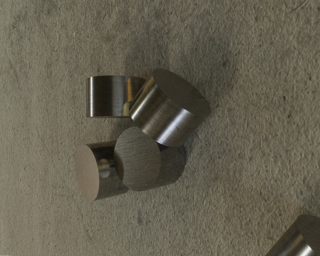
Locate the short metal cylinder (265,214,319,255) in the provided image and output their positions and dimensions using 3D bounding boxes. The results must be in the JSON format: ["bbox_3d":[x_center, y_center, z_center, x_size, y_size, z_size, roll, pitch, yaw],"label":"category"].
[{"bbox_3d":[0.135,0.120,0.257,0.080,0.081,0.050,43,116,31],"label":"short metal cylinder"}]

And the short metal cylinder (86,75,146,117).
[{"bbox_3d":[-0.059,-0.039,0.418,0.080,0.081,0.050,0,90,40],"label":"short metal cylinder"}]

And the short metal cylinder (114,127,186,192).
[{"bbox_3d":[-0.014,0.038,0.400,0.080,0.050,0.080,0,90,39],"label":"short metal cylinder"}]

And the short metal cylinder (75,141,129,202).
[{"bbox_3d":[-0.082,0.060,0.445,0.080,0.050,0.079,10,103,52],"label":"short metal cylinder"}]

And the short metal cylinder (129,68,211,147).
[{"bbox_3d":[0.012,-0.024,0.360,0.050,0.081,0.080,-52,60,28],"label":"short metal cylinder"}]
